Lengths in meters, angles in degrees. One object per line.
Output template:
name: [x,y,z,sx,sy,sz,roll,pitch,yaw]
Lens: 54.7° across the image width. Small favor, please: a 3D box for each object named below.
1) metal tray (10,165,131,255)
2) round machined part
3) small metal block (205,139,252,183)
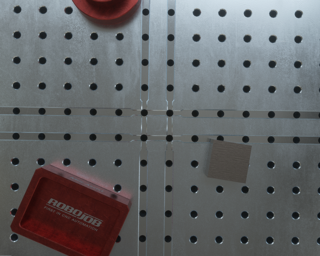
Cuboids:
metal tray: [-0.115,0.115,0.409,0.131,0.030,0.090,24,90,0]
round machined part: [-0.072,-0.190,0.404,0.099,0.042,0.097,0,90,0]
small metal block: [0.090,0.043,0.414,0.050,0.025,0.050,9,90,0]
